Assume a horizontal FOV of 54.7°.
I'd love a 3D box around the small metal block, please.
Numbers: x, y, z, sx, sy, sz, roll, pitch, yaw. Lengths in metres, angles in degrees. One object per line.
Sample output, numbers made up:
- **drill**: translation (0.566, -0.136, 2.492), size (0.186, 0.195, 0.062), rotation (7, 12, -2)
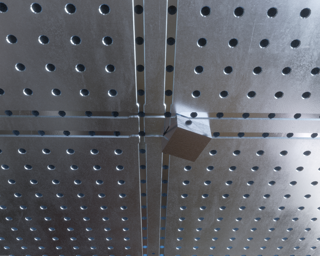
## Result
- **small metal block**: translation (0.035, 0.015, 0.425), size (0.050, 0.025, 0.050), rotation (18, 128, -16)
